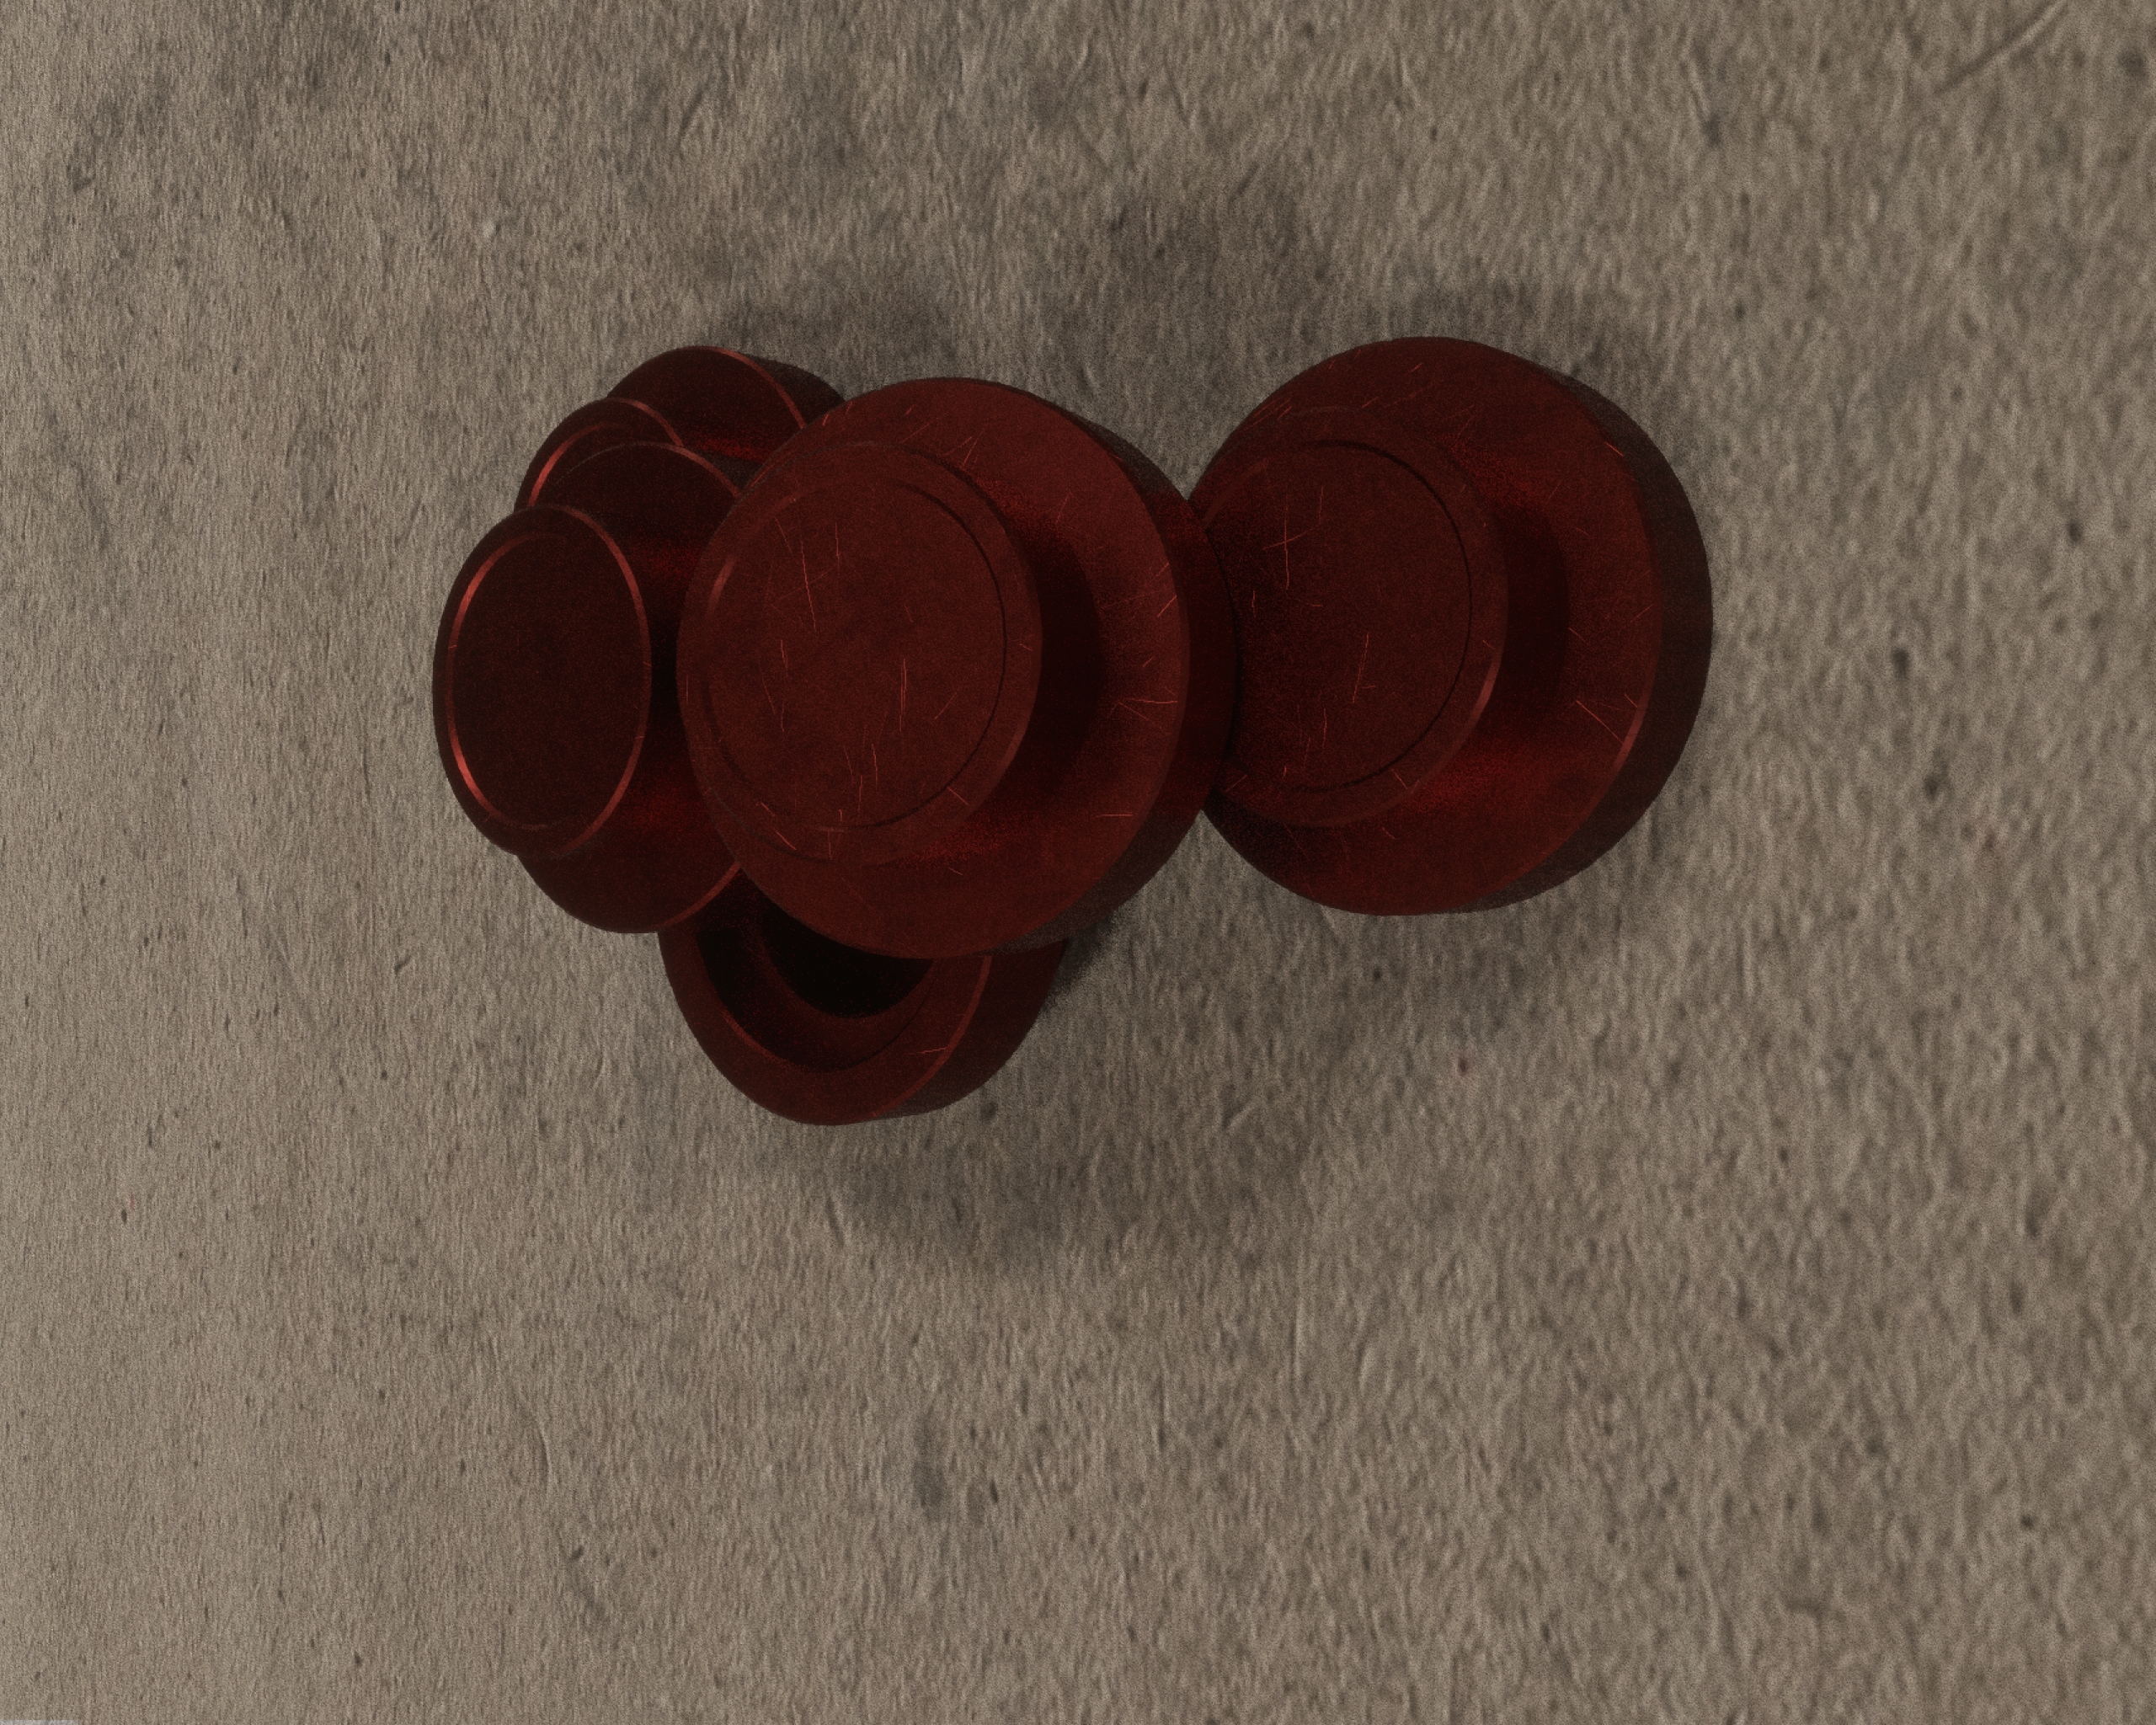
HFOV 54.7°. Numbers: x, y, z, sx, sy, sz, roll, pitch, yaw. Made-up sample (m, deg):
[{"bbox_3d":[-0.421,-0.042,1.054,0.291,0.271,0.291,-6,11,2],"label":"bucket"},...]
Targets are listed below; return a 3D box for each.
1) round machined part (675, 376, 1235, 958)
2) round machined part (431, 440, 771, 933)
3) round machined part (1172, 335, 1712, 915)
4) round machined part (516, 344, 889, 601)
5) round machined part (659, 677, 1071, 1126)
[{"bbox_3d":[-0.027,-0.033,0.348,0.098,0.042,0.097,-1,88,26],"label":"round machined part"},{"bbox_3d":[-0.090,-0.035,0.412,0.098,0.042,0.097,0,90,39],"label":"round machined part"},{"bbox_3d":[0.051,-0.040,0.351,0.098,0.042,0.097,0,90,39],"label":"round machined part"},{"bbox_3d":[-0.090,-0.067,0.467,0.098,0.042,0.097,0,90,39],"label":"round machined part"},{"bbox_3d":[-0.039,0.003,0.425,0.098,0.042,0.097,0,90,39],"label":"round machined part"}]
